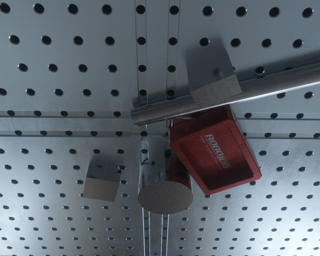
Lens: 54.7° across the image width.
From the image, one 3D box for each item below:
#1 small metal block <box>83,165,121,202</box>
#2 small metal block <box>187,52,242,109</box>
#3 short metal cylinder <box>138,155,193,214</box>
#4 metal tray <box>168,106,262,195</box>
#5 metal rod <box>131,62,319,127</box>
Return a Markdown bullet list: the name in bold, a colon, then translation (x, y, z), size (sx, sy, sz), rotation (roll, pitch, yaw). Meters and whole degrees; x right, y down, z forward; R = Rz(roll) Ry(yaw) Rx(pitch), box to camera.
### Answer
- **small metal block**: translation (-0.091, 0.088, 0.485), size (0.050, 0.025, 0.050), rotation (11, 129, -10)
- **small metal block**: translation (0.060, -0.054, 0.349), size (0.050, 0.050, 0.025), rotation (-20, 127, 16)
- **short metal cylinder**: translation (0.008, 0.086, 0.469), size (0.081, 0.050, 0.079), rotation (0, 130, 0)
- **metal tray**: translation (0.080, 0.037, 0.440), size (0.090, 0.030, 0.130), rotation (-23, 127, 18)
- **metal rod**: translation (0.111, -0.047, 0.372), size (0.301, 0.025, 0.025), rotation (-13, 129, 10)
